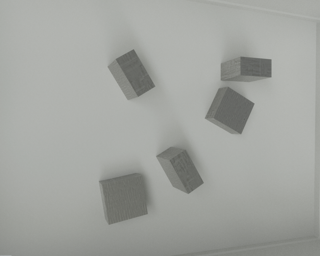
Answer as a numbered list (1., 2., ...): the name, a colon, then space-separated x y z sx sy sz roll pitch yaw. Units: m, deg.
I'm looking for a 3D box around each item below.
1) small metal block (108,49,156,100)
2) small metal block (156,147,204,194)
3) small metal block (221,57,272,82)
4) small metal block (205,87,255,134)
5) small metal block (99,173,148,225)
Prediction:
1. small metal block: -0.036 -0.064 0.384 0.025 0.050 0.050 -34 101 -17
2. small metal block: 0.025 0.054 0.406 0.025 0.050 0.050 -32 101 -17
3. small metal block: 0.122 -0.082 0.442 0.050 0.050 0.025 0 90 -20
4. small metal block: 0.101 -0.024 0.447 0.050 0.025 0.050 29 81 -18
5. small metal block: -0.047 0.089 0.393 0.050 0.025 0.050 -10 94 -20
